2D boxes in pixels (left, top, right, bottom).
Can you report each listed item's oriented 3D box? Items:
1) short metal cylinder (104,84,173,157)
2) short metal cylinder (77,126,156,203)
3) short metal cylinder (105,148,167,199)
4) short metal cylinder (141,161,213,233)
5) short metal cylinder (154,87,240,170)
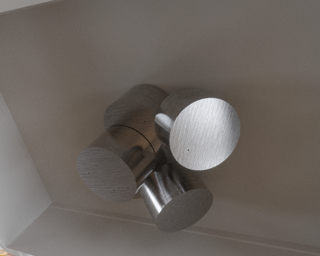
[{"bbox_3d":[-0.024,-0.009,0.395,0.080,0.050,0.079,13,124,20],"label":"short metal cylinder"},{"bbox_3d":[-0.052,0.044,0.377,0.080,0.050,0.079,13,124,20],"label":"short metal cylinder"},{"bbox_3d":[-0.038,0.054,0.443,0.080,0.050,0.079,13,124,20],"label":"short metal cylinder"},{"bbox_3d":[0.022,0.090,0.405,0.050,0.081,0.079,54,144,44],"label":"short metal cylinder"},{"bbox_3d":[0.040,0.000,0.342,0.081,0.050,0.079,-7,111,-17],"label":"short metal cylinder"}]
